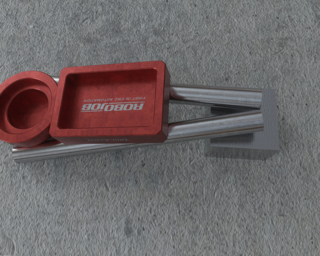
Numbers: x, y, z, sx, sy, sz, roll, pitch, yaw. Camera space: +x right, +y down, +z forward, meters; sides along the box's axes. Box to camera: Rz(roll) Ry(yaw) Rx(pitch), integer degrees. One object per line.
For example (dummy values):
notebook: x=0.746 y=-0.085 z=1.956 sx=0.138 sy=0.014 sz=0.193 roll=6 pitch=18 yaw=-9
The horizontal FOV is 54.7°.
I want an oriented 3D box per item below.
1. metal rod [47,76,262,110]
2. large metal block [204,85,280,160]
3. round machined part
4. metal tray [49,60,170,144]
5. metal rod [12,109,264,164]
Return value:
metal rod: x=-0.029 y=-0.047 z=0.392 sx=0.301 sy=0.025 sz=0.025 roll=6 pitch=70 yaw=15
large metal block: x=0.101 y=-0.006 z=0.398 sx=0.081 sy=0.050 sz=0.080 roll=4 pitch=70 yaw=1
round machined part: x=-0.165 y=-0.021 z=0.400 sx=0.098 sy=0.042 sz=0.098 roll=-3 pitch=69 yaw=9
metal tray: x=-0.056 y=-0.029 z=0.361 sx=0.131 sy=0.030 sz=0.090 roll=-1 pitch=69 yaw=12
metal rod: x=-0.034 y=0.012 z=0.370 sx=0.301 sy=0.025 sz=0.025 roll=-8 pitch=70 yaw=10
